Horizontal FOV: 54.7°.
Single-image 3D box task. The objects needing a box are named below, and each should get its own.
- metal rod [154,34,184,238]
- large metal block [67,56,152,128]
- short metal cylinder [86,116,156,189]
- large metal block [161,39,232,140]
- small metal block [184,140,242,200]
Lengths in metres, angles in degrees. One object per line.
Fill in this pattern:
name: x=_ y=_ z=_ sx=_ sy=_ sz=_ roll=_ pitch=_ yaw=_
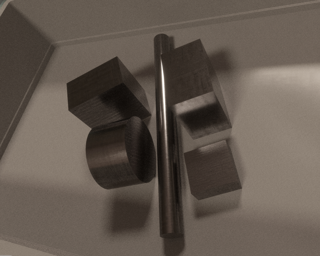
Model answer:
metal rod: x=0.007 y=-0.012 z=0.408 sx=0.025 sy=0.025 sz=0.299 roll=-15 pitch=56 yaw=19
large metal block: x=-0.069 y=-0.039 z=0.429 sx=0.080 sy=0.080 sz=0.050 roll=-25 pitch=53 yaw=12
short metal cylinder: x=-0.044 y=0.030 z=0.374 sx=0.050 sy=0.080 sz=0.080 roll=-14 pitch=56 yaw=20
large metal block: x=0.044 y=-0.044 z=0.373 sx=0.050 sy=0.080 sz=0.080 roll=-19 pitch=55 yaw=17
small metal block: x=0.058 y=0.047 z=0.346 sx=0.050 sy=0.025 sz=0.050 roll=-19 pitch=54 yaw=16
